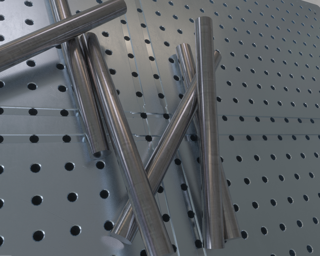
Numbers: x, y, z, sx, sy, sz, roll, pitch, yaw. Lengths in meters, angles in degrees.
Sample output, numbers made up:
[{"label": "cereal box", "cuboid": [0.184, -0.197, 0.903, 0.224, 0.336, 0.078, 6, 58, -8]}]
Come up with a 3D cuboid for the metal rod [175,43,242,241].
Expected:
[{"label": "metal rod", "cuboid": [0.062, 0.002, 0.439, 0.025, 0.025, 0.299, 4, 60, -26]}]

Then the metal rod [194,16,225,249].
[{"label": "metal rod", "cuboid": [0.062, -0.006, 0.397, 0.025, 0.025, 0.299, 7, 73, -25]}]

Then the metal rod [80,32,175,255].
[{"label": "metal rod", "cuboid": [-0.049, -0.001, 0.359, 0.025, 0.025, 0.299, -4, 57, -30]}]

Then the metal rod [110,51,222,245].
[{"label": "metal rod", "cuboid": [0.021, 0.002, 0.397, 0.025, 0.025, 0.301, 33, 58, -7]}]

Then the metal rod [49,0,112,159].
[{"label": "metal rod", "cuboid": [-0.115, -0.100, 0.407, 0.025, 0.025, 0.299, -7, 65, -31]}]

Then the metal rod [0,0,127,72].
[{"label": "metal rod", "cuboid": [-0.156, -0.092, 0.357, 0.302, 0.025, 0.025, -39, 84, -32]}]
